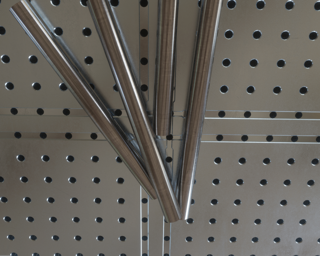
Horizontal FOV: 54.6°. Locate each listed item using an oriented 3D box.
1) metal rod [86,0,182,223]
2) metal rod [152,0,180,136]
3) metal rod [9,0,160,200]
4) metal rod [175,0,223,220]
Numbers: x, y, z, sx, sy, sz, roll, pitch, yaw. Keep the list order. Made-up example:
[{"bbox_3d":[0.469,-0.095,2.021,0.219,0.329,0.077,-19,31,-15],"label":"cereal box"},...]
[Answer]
[{"bbox_3d":[-0.027,-0.012,0.396,0.025,0.025,0.299,-17,105,6],"label":"metal rod"},{"bbox_3d":[0.009,-0.134,0.364,0.025,0.025,0.298,3,110,-1],"label":"metal rod"},{"bbox_3d":[-0.083,-0.024,0.403,0.025,0.025,0.299,-31,107,11],"label":"metal rod"},{"bbox_3d":[0.046,-0.010,0.409,0.025,0.025,0.298,5,110,-2],"label":"metal rod"}]
